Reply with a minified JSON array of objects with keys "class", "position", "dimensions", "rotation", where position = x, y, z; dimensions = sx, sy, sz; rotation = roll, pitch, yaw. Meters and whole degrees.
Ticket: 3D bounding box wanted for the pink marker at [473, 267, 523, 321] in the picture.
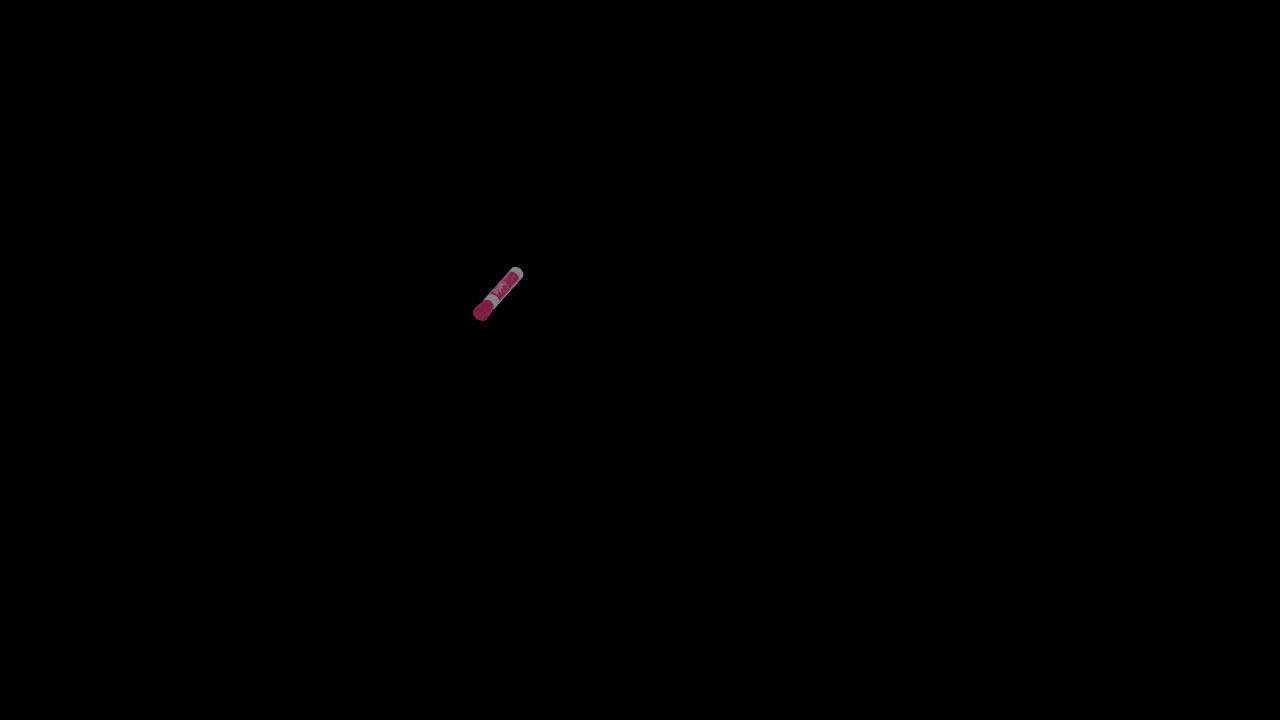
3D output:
[{"class":"pink marker","position":[-0.177,-0.084,0.772],"dimensions":[0.020,0.020,0.121],"rotation":[0,32,15]}]
